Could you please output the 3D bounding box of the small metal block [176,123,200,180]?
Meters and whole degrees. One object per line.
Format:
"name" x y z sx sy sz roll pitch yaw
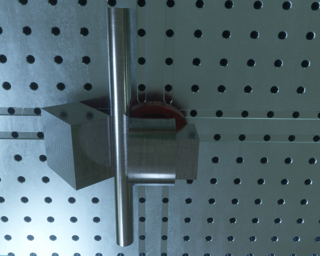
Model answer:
"small metal block" 0.030 0.027 0.365 0.025 0.050 0.050 1 110 -1

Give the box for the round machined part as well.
"round machined part" -0.008 0.011 0.407 0.099 0.042 0.097 0 110 -1

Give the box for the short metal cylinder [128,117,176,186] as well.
"short metal cylinder" -0.009 0.027 0.362 0.050 0.080 0.079 1 110 -1

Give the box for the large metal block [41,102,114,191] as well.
"large metal block" -0.102 0.018 0.383 0.050 0.080 0.079 -16 116 -39

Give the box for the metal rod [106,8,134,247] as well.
"metal rod" -0.046 0.015 0.374 0.025 0.025 0.298 1 110 -1
